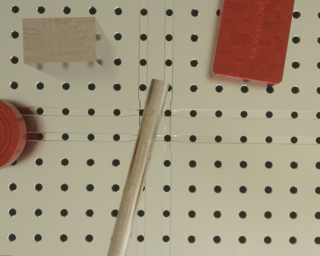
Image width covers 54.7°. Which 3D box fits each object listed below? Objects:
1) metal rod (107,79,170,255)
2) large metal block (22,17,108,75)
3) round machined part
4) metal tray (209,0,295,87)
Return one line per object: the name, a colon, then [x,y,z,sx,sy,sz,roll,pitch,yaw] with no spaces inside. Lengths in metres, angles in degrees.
metal rod: [-0.036,0.083,0.412,0.025,0.025,0.298,14,90,-1]
large metal block: [-0.112,-0.098,0.384,0.081,0.080,0.050,-2,90,-1]
round machined part: [-0.222,0.008,0.402,0.099,0.042,0.097,0,90,-1]
metal tray: [0.122,-0.126,0.412,0.091,0.030,0.129,9,90,-1]
